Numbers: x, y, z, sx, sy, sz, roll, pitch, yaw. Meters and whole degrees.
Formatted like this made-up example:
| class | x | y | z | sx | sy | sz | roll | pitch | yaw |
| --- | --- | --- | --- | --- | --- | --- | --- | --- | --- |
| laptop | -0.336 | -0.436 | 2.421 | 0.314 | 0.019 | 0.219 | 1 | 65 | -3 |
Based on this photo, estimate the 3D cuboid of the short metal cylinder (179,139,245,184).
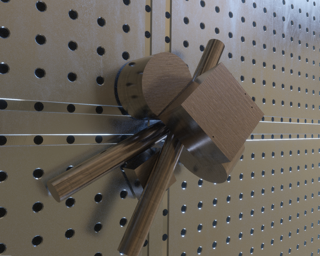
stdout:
| class | x | y | z | sx | sy | sz | roll | pitch | yaw |
| --- | --- | --- | --- | --- | --- | --- | --- | --- | --- |
| short metal cylinder | 0.068 | 0.031 | 0.427 | 0.050 | 0.080 | 0.080 | -50 | 120 | -27 |

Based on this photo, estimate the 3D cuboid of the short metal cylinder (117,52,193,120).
| class | x | y | z | sx | sy | sz | roll | pitch | yaw |
| --- | --- | --- | --- | --- | --- | --- | --- | --- | --- |
| short metal cylinder | -0.005 | -0.050 | 0.384 | 0.081 | 0.050 | 0.079 | 0 | 90 | -40 |

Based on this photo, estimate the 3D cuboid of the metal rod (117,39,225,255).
| class | x | y | z | sx | sy | sz | roll | pitch | yaw |
| --- | --- | --- | --- | --- | --- | --- | --- | --- | --- |
| metal rod | 0.022 | 0.011 | 0.391 | 0.025 | 0.025 | 0.300 | 38 | 67 | -34 |

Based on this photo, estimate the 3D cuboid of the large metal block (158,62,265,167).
| class | x | y | z | sx | sy | sz | roll | pitch | yaw |
| --- | --- | --- | --- | --- | --- | --- | --- | --- | --- |
| large metal block | 0.060 | -0.014 | 0.356 | 0.080 | 0.050 | 0.080 | 48 | 61 | -10 |

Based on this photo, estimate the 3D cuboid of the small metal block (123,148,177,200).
| class | x | y | z | sx | sy | sz | roll | pitch | yaw |
| --- | --- | --- | --- | --- | --- | --- | --- | --- | --- |
| small metal block | -0.012 | 0.059 | 0.395 | 0.050 | 0.025 | 0.050 | -35 | 112 | -35 |

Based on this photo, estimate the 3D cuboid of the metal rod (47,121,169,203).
| class | x | y | z | sx | sy | sz | roll | pitch | yaw |
| --- | --- | --- | --- | --- | --- | --- | --- | --- | --- |
| metal rod | -0.002 | 0.005 | 0.403 | 0.302 | 0.025 | 0.025 | -29 | 109 | -36 |
